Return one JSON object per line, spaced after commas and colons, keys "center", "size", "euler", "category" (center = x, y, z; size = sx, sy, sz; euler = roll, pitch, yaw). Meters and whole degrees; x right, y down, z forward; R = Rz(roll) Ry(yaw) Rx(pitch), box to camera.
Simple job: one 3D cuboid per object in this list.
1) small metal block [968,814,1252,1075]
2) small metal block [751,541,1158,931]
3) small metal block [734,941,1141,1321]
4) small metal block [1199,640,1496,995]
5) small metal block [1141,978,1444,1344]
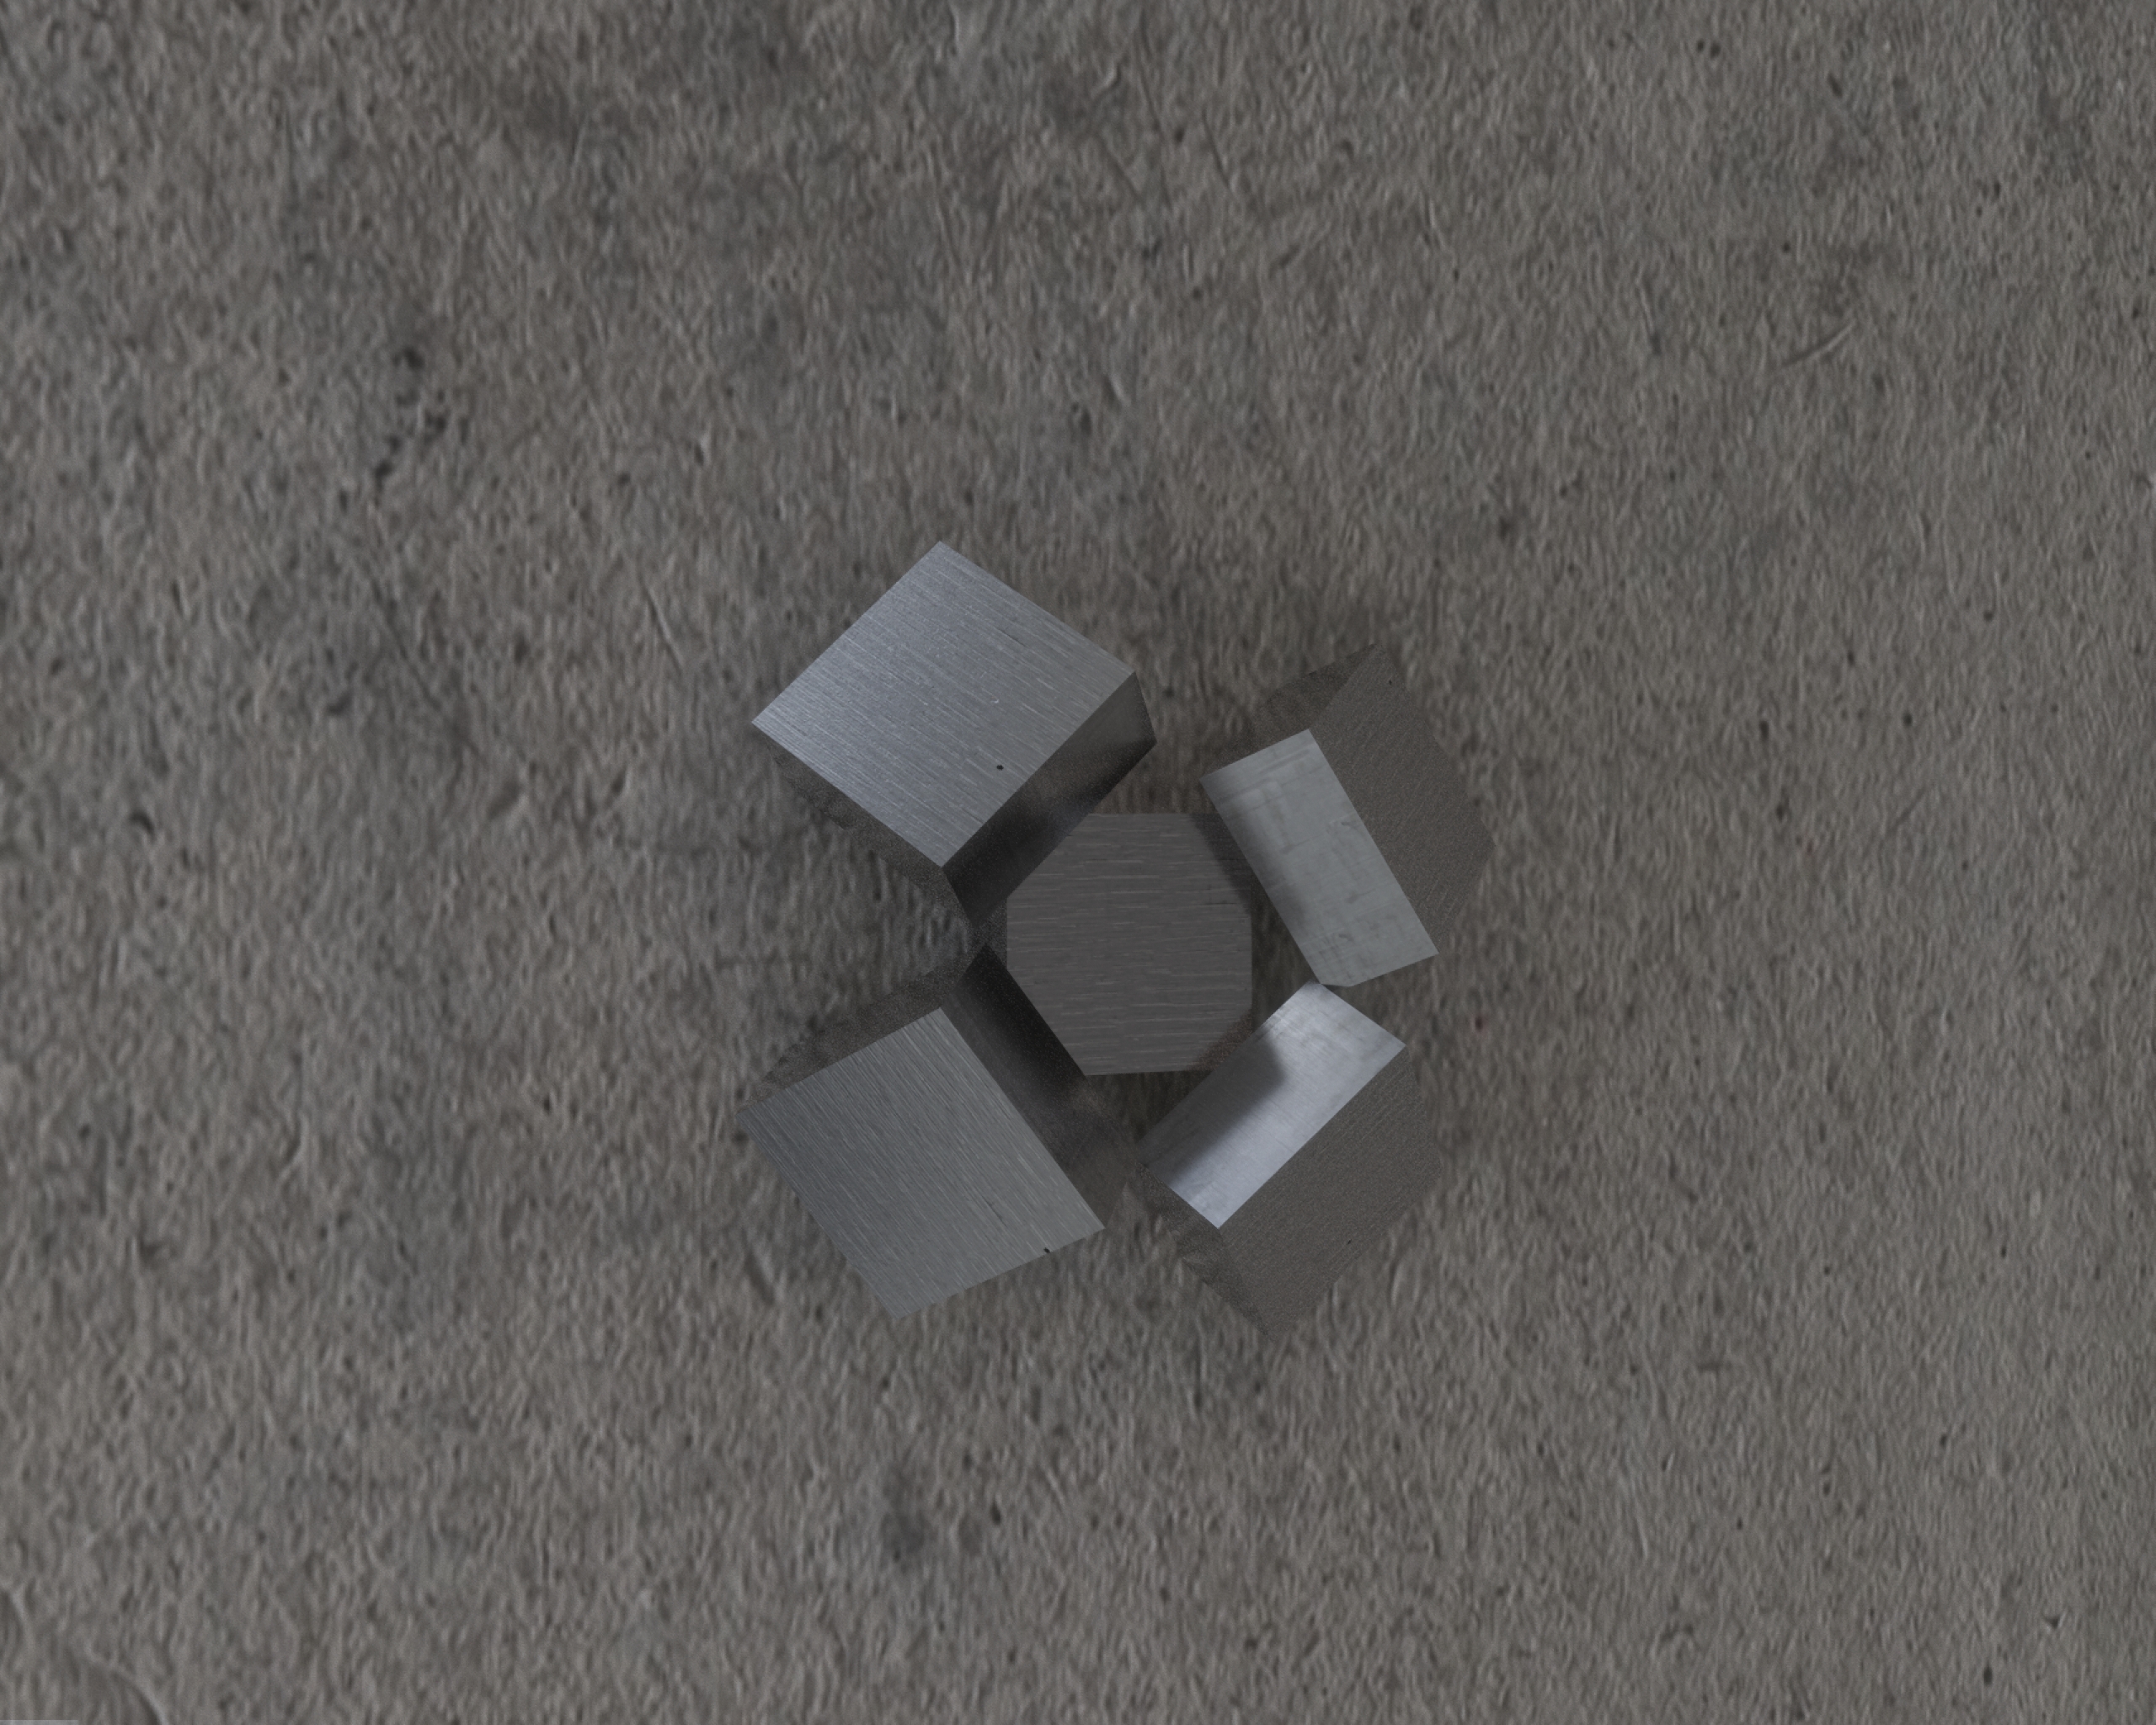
{"center": [0.006, 0.015, 0.411], "size": [0.050, 0.025, 0.050], "euler": [0, 90, -20], "category": "small metal block"}
{"center": [-0.022, -0.024, 0.386], "size": [0.050, 0.025, 0.050], "euler": [36, 74, 26], "category": "small metal block"}
{"center": [-0.025, 0.050, 0.385], "size": [0.050, 0.025, 0.050], "euler": [-29, 104, 27], "category": "small metal block"}
{"center": [0.055, -0.010, 0.415], "size": [0.050, 0.025, 0.050], "euler": [59, 32, -11], "category": "small metal block"}
{"center": [0.042, 0.059, 0.411], "size": [0.050, 0.025, 0.050], "euler": [-42, 141, -15], "category": "small metal block"}
